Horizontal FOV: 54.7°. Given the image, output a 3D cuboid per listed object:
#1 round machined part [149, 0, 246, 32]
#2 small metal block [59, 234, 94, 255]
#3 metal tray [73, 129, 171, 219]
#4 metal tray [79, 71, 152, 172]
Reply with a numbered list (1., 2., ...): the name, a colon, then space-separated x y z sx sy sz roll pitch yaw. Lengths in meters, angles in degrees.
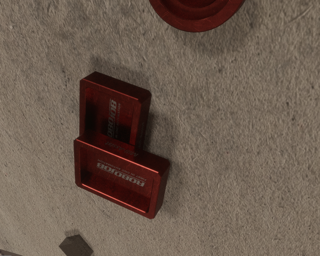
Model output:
1. round machined part: 0.037 -0.143 0.287 0.098 0.042 0.097 13 124 20
2. small metal block: -0.178 0.256 0.656 0.050 0.025 0.050 -25 105 36
3. metal tray: -0.056 0.064 0.431 0.130 0.030 0.089 20 126 15
4. metal tray: -0.067 -0.004 0.434 0.090 0.030 0.129 21 126 15
